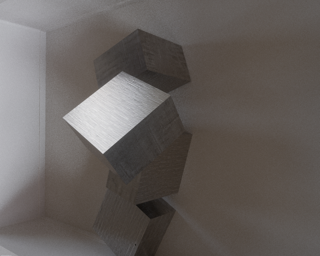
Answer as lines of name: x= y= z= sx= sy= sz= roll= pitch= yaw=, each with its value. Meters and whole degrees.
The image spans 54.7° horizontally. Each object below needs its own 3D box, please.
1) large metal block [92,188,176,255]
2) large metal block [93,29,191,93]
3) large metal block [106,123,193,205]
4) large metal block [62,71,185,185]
large metal block: x=-0.037 y=0.124 z=0.419 sx=0.080 sy=0.050 sz=0.079 roll=35 pitch=111 yaw=34
large metal block: x=-0.022 y=-0.071 z=0.386 sx=0.080 sy=0.081 sz=0.050 roll=-23 pitch=74 yaw=37
large metal block: x=-0.012 y=0.039 z=0.379 sx=0.050 sy=0.081 sz=0.079 roll=21 pitch=103 yaw=38
large metal block: x=-0.036 y=-0.004 z=0.313 sx=0.080 sy=0.050 sz=0.080 roll=-42 pitch=46 yaw=-17
